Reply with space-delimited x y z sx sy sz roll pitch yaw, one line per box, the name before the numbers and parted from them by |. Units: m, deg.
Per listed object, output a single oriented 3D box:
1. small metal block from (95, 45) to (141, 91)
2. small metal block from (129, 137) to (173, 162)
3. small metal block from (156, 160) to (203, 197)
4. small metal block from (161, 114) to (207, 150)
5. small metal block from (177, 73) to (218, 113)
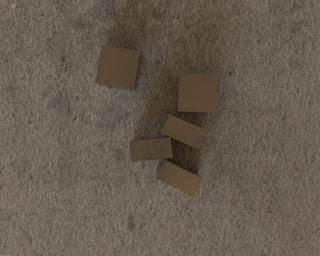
small metal block | -0.054 -0.078 0.409 0.050 0.025 0.050 9 90 -1
small metal block | -0.011 0.026 0.397 0.050 0.050 0.025 -6 91 0
small metal block | 0.024 0.061 0.398 0.050 0.050 0.025 27 90 -1
small metal block | 0.029 0.005 0.398 0.050 0.050 0.025 24 90 -1
small metal block | 0.049 -0.045 0.411 0.050 0.025 0.050 2 90 -1
